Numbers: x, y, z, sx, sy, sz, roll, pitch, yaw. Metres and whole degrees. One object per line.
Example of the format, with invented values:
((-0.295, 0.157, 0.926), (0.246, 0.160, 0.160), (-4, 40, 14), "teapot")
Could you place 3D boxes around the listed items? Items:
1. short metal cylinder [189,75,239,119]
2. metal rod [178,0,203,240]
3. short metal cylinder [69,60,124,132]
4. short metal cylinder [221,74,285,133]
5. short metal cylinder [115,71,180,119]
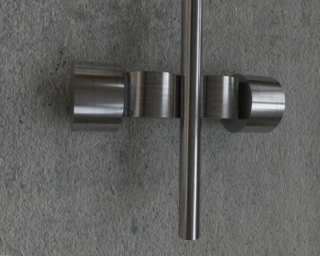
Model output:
((0.062, -0.037, 0.403), (0.081, 0.080, 0.050), (1, 90, -20), "short metal cylinder")
((0.036, -0.024, 0.358), (0.025, 0.025, 0.298), (1, 90, -20), "metal rod")
((-0.075, -0.035, 0.354), (0.050, 0.080, 0.080), (1, 90, -20), "short metal cylinder")
((0.123, -0.033, 0.427), (0.050, 0.080, 0.080), (1, 90, -20), "short metal cylinder")
((-0.014, -0.037, 0.376), (0.081, 0.080, 0.050), (1, 90, -20), "short metal cylinder")
